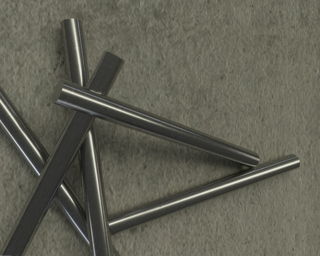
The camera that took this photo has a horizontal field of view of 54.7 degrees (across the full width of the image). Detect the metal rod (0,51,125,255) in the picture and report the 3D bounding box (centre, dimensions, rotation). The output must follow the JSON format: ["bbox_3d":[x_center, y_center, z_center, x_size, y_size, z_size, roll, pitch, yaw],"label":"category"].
[{"bbox_3d":[-0.118,0.055,0.337,0.025,0.025,0.299,27,89,-19],"label":"metal rod"}]

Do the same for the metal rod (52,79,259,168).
[{"bbox_3d":[0.021,0.006,0.377,0.302,0.025,0.025,19,83,-35],"label":"metal rod"}]

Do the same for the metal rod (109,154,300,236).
[{"bbox_3d":[0.073,0.088,0.437,0.302,0.025,0.025,-14,95,-20],"label":"metal rod"}]

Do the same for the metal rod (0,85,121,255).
[{"bbox_3d":[-0.125,0.061,0.363,0.025,0.025,0.299,-35,102,-17],"label":"metal rod"}]

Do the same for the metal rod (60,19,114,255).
[{"bbox_3d":[-0.085,0.022,0.362,0.025,0.025,0.298,-7,87,-20],"label":"metal rod"}]
